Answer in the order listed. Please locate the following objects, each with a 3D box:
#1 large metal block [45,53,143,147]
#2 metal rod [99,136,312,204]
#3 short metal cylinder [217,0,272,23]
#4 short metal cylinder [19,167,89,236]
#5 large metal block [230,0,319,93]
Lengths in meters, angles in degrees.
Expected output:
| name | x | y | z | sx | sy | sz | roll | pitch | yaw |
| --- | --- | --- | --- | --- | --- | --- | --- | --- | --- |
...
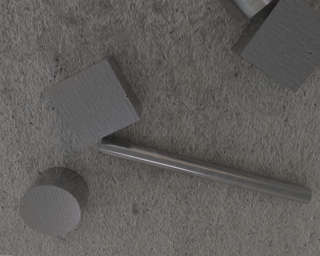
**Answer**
| name | x | y | z | sx | sy | sz | roll | pitch | yaw |
| --- | --- | --- | --- | --- | --- | --- | --- | --- | --- |
| large metal block | -0.077 | -0.035 | 0.383 | 0.080 | 0.050 | 0.080 | -25 | 108 | 9 |
| metal rod | 0.066 | 0.060 | 0.432 | 0.302 | 0.025 | 0.025 | 15 | 109 | -6 |
| short metal cylinder | 0.096 | -0.158 | 0.323 | 0.050 | 0.080 | 0.080 | 42 | 105 | -14 |
| short metal cylinder | -0.145 | 0.102 | 0.432 | 0.081 | 0.050 | 0.079 | 0 | 110 | 0 |
| large metal block | 0.144 | -0.100 | 0.361 | 0.080 | 0.050 | 0.080 | 31 | 107 | -11 |
